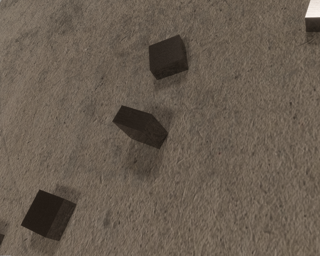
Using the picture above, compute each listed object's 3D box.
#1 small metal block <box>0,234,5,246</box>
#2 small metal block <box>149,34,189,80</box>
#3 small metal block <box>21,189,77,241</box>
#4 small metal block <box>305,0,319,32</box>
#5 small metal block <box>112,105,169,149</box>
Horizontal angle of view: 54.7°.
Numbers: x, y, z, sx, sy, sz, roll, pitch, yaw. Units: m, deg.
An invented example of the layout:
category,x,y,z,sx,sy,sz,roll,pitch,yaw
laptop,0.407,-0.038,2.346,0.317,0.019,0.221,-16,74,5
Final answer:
category,x,y,z,sx,sy,sz,roll,pitch,yaw
small metal block,-0.254,0.167,0.432,0.050,0.025,0.050,3,63,29
small metal block,0.012,-0.105,0.461,0.050,0.025,0.050,-16,55,18
small metal block,-0.146,0.114,0.409,0.050,0.025,0.050,9,66,31
small metal block,0.213,-0.146,0.382,0.050,0.025,0.050,12,67,32
small metal block,-0.025,-0.001,0.400,0.050,0.050,0.025,18,71,34
